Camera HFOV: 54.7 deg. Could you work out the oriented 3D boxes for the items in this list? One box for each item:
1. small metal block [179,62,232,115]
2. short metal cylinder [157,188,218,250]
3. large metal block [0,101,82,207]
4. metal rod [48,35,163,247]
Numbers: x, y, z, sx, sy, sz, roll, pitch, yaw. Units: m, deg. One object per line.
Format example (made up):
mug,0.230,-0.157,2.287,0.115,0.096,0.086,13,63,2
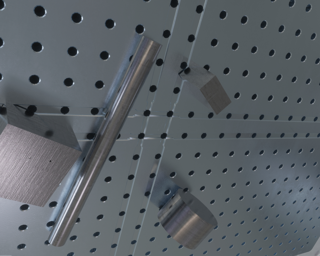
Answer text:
small metal block,0.058,-0.051,0.396,0.025,0.050,0.050,-42,130,0
short metal cylinder,0.043,0.142,0.487,0.080,0.080,0.050,34,99,-39
large metal block,-0.146,0.030,0.335,0.080,0.050,0.080,29,103,-38
metal rod,-0.075,0.029,0.387,0.025,0.025,0.298,16,110,-35
